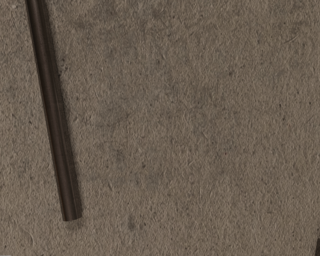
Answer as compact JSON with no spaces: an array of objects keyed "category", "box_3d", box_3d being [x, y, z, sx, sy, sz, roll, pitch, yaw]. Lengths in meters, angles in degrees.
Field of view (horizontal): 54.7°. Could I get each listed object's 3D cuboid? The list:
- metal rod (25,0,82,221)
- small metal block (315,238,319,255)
[{"category":"metal rod","box_3d":[-0.140,-0.028,0.408,0.025,0.025,0.298,-10,90,0]},{"category":"small metal block","box_3d":[0.225,0.178,0.401,0.025,0.050,0.050,10,90,0]}]
